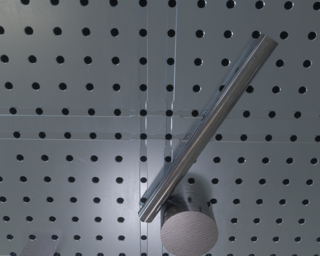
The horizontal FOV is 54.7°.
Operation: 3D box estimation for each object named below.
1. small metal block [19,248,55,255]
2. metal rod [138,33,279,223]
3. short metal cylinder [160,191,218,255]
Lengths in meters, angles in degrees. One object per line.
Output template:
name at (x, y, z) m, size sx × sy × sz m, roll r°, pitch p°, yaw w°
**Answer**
small metal block at (-0.195, 0.216, 0.478) m, size 0.050 × 0.050 × 0.025 m, roll 6°, pitch 110°, yaw -3°
metal rod at (0.055, 0.012, 0.418) m, size 0.025 × 0.025 × 0.298 m, roll 30°, pitch 107°, yaw -11°
short metal cylinder at (0.041, 0.140, 0.452) m, size 0.081 × 0.050 × 0.079 m, roll 0°, pitch 110°, yaw 0°
